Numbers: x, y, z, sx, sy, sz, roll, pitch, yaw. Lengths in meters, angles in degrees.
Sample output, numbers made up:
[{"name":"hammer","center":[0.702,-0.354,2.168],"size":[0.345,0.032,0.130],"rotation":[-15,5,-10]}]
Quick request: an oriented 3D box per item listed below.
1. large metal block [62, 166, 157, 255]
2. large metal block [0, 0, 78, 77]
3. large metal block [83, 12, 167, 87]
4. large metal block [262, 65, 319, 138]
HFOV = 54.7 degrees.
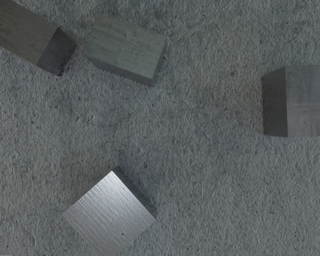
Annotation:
[{"name":"large metal block","center":[-0.061,0.107,0.397],"size":[0.080,0.050,0.080],"rotation":[-41,90,0]},{"name":"large metal block","center":[-0.160,-0.110,0.381],"size":[0.080,0.080,0.050],"rotation":[30,90,0]},{"name":"large metal block","center":[-0.038,-0.091,0.382],"size":[0.080,0.080,0.050],"rotation":[19,90,0]},{"name":"large metal block","center":[0.166,-0.030,0.384],"size":[0.050,0.080,0.080],"rotation":[-2,90,0]}]
